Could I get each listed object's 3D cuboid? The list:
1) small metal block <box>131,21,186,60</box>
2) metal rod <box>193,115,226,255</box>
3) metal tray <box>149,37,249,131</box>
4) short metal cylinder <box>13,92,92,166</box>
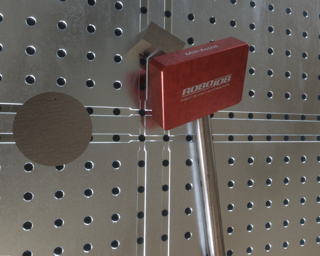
[{"bbox_3d":[-0.003,-0.106,0.399,0.050,0.050,0.025,27,81,-18],"label":"small metal block"},{"bbox_3d":[0.075,0.131,0.442,0.025,0.025,0.298,-8,93,-20],"label":"metal rod"},{"bbox_3d":[0.052,-0.059,0.401,0.131,0.030,0.089,-21,130,-24],"label":"metal tray"},{"bbox_3d":[-0.122,0.001,0.355,0.081,0.050,0.079,0,90,-20],"label":"short metal cylinder"}]
